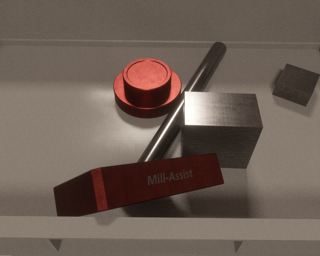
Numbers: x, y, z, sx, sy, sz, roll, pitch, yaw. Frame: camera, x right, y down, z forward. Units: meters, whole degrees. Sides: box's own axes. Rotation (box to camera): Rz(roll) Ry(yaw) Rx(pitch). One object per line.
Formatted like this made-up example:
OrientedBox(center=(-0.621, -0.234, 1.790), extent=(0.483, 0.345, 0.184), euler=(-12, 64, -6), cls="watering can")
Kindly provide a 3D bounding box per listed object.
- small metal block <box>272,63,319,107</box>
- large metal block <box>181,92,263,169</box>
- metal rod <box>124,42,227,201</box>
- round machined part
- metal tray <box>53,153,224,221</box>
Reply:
OrientedBox(center=(0.203, -0.065, 0.462), extent=(0.050, 0.025, 0.050), euler=(25, 54, 19), cls="small metal block")
OrientedBox(center=(0.067, 0.004, 0.367), extent=(0.081, 0.080, 0.050), euler=(2, 50, 1), cls="large metal block")
OrientedBox(center=(0.033, -0.030, 0.430), extent=(0.025, 0.025, 0.301), euler=(21, 53, 16), cls="metal rod")
OrientedBox(center=(-0.018, -0.064, 0.447), extent=(0.099, 0.042, 0.098), euler=(0, 50, 0), cls="round machined part")
OrientedBox(center=(-0.017, 0.053, 0.284), extent=(0.131, 0.090, 0.030), euler=(-3, 74, -39), cls="metal tray")
